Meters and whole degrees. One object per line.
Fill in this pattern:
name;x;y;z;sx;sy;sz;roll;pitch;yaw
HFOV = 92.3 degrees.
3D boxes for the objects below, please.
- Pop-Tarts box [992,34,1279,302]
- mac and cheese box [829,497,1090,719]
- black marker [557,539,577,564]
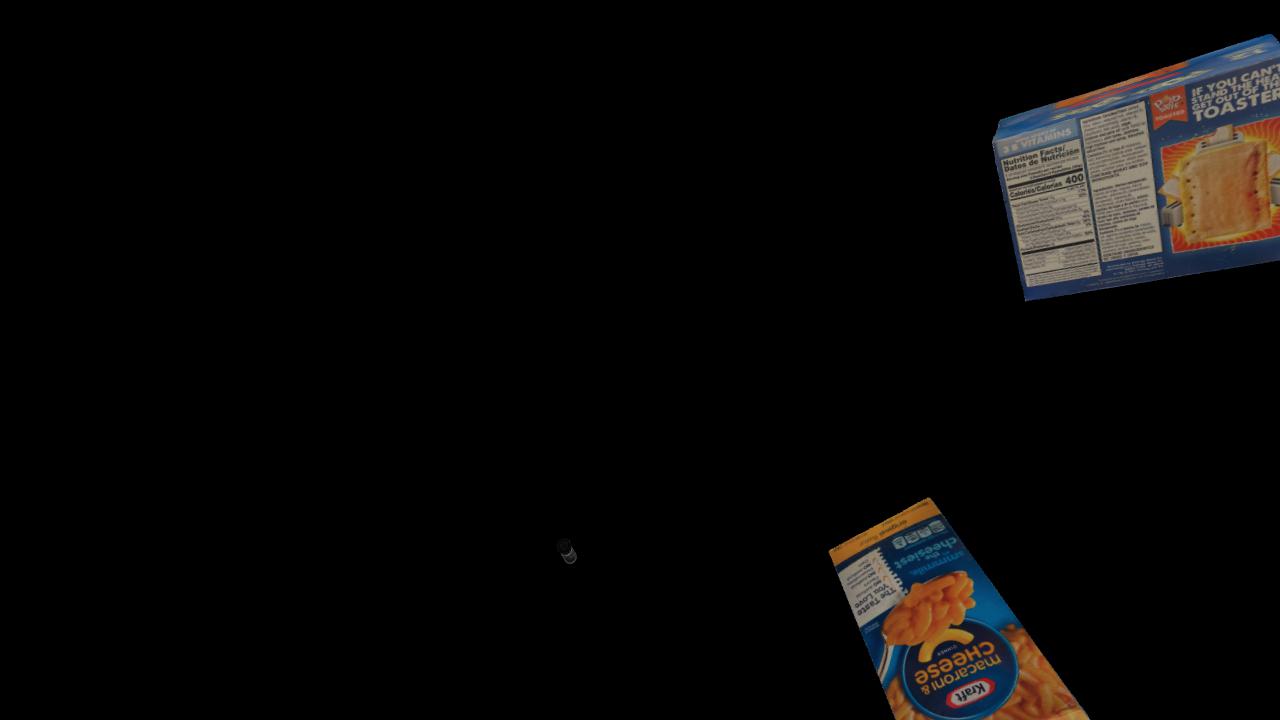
Pop-Tarts box;0.379;-0.138;0.471;0.167;0.141;0.083;-10;24;36
mac and cheese box;0.195;0.176;0.404;0.093;0.041;0.184;-32;17;12
black marker;-0.098;0.257;0.824;0.020;0.020;0.121;0;-24;-2
